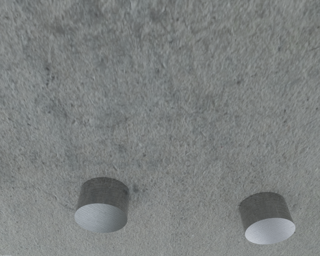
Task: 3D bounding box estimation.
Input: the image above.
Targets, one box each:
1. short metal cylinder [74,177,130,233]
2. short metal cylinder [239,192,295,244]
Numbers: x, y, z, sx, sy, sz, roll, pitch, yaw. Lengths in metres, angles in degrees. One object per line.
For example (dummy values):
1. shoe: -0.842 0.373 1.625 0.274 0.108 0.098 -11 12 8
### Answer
1. short metal cylinder: -0.091 0.124 0.495 0.081 0.050 0.079 0 130 0
2. short metal cylinder: 0.179 0.153 0.525 0.081 0.050 0.079 0 130 0
